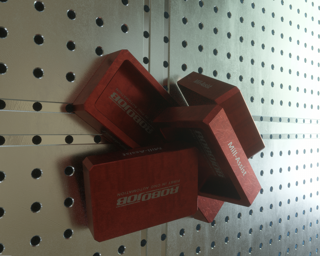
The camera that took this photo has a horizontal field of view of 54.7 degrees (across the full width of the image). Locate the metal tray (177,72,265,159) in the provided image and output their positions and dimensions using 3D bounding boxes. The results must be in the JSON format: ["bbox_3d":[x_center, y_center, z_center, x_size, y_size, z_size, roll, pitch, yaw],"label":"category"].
[{"bbox_3d":[0.075,-0.021,0.406,0.030,0.130,0.090,-33,114,-5],"label":"metal tray"}]

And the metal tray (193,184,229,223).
[{"bbox_3d":[0.079,0.065,0.473,0.130,0.030,0.090,-49,119,-29],"label":"metal tray"}]

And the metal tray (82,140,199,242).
[{"bbox_3d":[-0.018,0.070,0.361,0.131,0.030,0.089,-8,106,-25],"label":"metal tray"}]

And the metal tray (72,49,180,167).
[{"bbox_3d":[-0.030,-0.020,0.382,0.130,0.030,0.090,43,64,-32],"label":"metal tray"}]

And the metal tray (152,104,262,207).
[{"bbox_3d":[0.057,0.034,0.377,0.030,0.090,0.130,-46,118,-30],"label":"metal tray"}]
